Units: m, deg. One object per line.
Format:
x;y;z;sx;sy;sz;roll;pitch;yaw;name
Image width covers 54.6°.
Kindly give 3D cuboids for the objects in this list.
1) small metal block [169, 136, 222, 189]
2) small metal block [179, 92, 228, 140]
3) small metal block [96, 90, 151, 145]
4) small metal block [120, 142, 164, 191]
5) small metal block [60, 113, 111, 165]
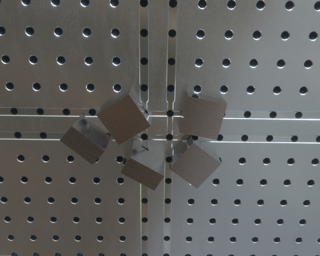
0.048;0.048;0.431;0.050;0.025;0.050;37;106;-13;small metal block
0.055;-0.016;0.408;0.050;0.025;0.050;11;110;-4;small metal block
-0.046;-0.014;0.408;0.050;0.025;0.050;-31;107;10;small metal block
-0.022;0.051;0.418;0.050;0.050;0.025;30;107;-11;small metal block
-0.095;0.013;0.404;0.050;0.050;0.025;40;105;-13;small metal block
